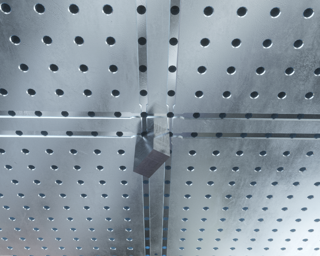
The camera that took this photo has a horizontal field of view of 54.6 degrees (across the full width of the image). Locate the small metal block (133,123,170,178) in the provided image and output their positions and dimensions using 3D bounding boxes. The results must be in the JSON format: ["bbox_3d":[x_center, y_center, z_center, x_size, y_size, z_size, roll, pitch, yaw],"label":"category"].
[{"bbox_3d":[-0.011,0.031,0.421,0.025,0.050,0.050,27,125,-21],"label":"small metal block"}]
